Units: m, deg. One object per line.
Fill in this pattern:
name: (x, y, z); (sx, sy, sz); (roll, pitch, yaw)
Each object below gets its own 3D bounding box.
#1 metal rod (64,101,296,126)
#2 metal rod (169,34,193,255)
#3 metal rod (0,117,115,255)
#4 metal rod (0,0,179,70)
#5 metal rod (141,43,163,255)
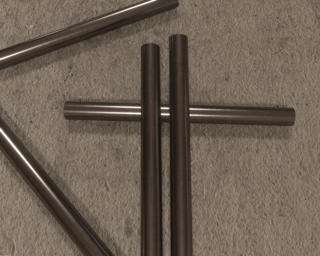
metal rod: (0.026, -0.019, 0.415); (0.302, 0.025, 0.025); (2, 70, 0)
metal rod: (0.025, 0.027, 0.378); (0.025, 0.025, 0.299); (0, 77, 0)
metal rod: (-0.140, 0.075, 0.379); (0.025, 0.025, 0.300); (-41, 76, -14)
metal rod: (-0.114, -0.144, 0.459); (0.302, 0.025, 0.025); (-23, 72, -9)
metal rod: (-0.011, 0.040, 0.374); (0.025, 0.025, 0.299); (-1, 77, -1)
